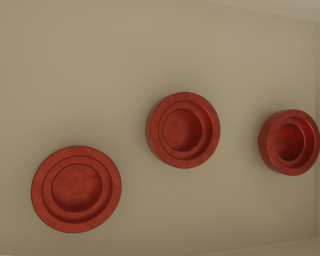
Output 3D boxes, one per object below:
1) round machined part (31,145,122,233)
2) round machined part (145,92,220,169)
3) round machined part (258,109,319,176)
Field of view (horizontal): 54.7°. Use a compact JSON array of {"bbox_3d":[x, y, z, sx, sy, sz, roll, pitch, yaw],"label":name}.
[{"bbox_3d":[-0.098,0.069,0.365,0.099,0.042,0.097,0,90,-20],"label":"round machined part"},{"bbox_3d":[0.027,0.003,0.411,0.099,0.042,0.097,0,90,-20],"label":"round machined part"},{"bbox_3d":[0.190,0.021,0.471,0.099,0.042,0.097,0,90,-20],"label":"round machined part"}]
